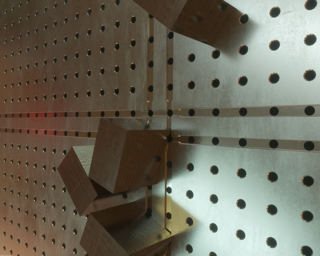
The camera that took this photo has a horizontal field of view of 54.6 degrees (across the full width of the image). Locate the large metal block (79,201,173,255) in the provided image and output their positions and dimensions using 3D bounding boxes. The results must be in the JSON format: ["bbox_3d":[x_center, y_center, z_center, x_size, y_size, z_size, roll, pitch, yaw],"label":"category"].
[{"bbox_3d":[-0.045,0.149,0.412,0.080,0.081,0.050,32,110,35],"label":"large metal block"}]

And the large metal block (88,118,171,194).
[{"bbox_3d":[-0.039,0.033,0.407,0.050,0.081,0.080,23,104,38],"label":"large metal block"}]

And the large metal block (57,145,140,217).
[{"bbox_3d":[-0.087,0.071,0.447,0.050,0.081,0.080,-50,61,28],"label":"large metal block"}]

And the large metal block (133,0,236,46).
[{"bbox_3d":[0.025,-0.144,0.354,0.080,0.081,0.050,47,118,29],"label":"large metal block"}]
